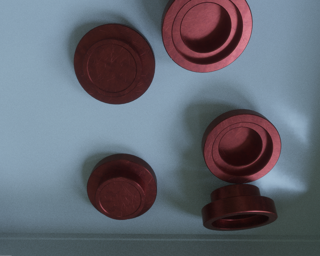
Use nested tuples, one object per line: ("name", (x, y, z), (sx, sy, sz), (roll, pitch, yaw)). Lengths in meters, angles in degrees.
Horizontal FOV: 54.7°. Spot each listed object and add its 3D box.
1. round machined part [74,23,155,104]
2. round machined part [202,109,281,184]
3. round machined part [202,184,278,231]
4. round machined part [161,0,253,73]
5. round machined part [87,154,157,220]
("round machined part", (-0.055, -0.075, 0.374), (0.099, 0.042, 0.097), (0, 110, 0))
("round machined part", (0.104, 0.021, 0.411), (0.099, 0.042, 0.097), (0, 110, 0))
("round machined part", (0.106, 0.108, 0.426), (0.099, 0.042, 0.098), (-3, 149, -1))
("round machined part", (0.050, -0.116, 0.351), (0.099, 0.042, 0.097), (-2, 125, -2))
("round machined part", (-0.054, 0.089, 0.434), (0.099, 0.042, 0.097), (0, 110, 0))
